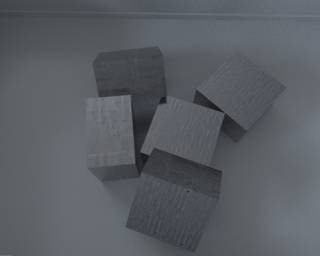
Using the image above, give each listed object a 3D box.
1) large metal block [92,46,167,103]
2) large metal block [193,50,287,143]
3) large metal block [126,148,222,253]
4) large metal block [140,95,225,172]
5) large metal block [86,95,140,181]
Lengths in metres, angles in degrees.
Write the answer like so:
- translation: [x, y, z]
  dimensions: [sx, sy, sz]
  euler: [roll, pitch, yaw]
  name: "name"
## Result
- translation: [-0.037, -0.070, 0.398]
  dimensions: [0.081, 0.080, 0.050]
  euler: [-7, 112, -2]
  name: "large metal block"
- translation: [0.102, -0.041, 0.411]
  dimensions: [0.080, 0.050, 0.080]
  euler: [42, 75, 13]
  name: "large metal block"
- translation: [0.015, 0.079, 0.343]
  dimensions: [0.080, 0.079, 0.050]
  euler: [19, 29, 5]
  name: "large metal block"
- translation: [0.028, 0.013, 0.391]
  dimensions: [0.080, 0.050, 0.080]
  euler: [18, 71, 6]
  name: "large metal block"
- translation: [-0.055, 0.015, 0.373]
  dimensions: [0.050, 0.080, 0.080]
  euler: [-5, 70, -2]
  name: "large metal block"
